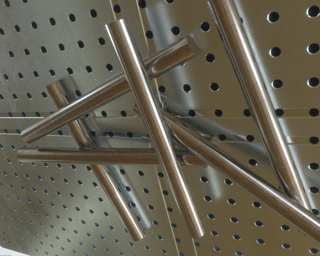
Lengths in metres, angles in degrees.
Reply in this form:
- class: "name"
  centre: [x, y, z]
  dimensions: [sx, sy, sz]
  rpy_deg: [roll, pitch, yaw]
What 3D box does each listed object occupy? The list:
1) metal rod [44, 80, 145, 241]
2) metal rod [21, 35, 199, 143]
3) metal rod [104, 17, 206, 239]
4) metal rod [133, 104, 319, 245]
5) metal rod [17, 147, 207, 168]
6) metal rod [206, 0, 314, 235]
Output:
- class: "metal rod"
  centre: [-0.098, 0.063, 0.502]
  dimensions: [0.025, 0.025, 0.299]
  rpy_deg: [-13, 112, 33]
- class: "metal rod"
  centre: [-0.085, -0.039, 0.410]
  dimensions: [0.300, 0.025, 0.025]
  rpy_deg: [-23, 106, 29]
- class: "metal rod"
  centre: [0.003, 0.017, 0.380]
  dimensions: [0.025, 0.025, 0.299]
  rpy_deg: [-6, 117, 31]
- class: "metal rod"
  centre: [0.092, 0.053, 0.373]
  dimensions: [0.300, 0.025, 0.025]
  rpy_deg: [36, 129, 13]
- class: "metal rod"
  centre: [-0.081, 0.041, 0.454]
  dimensions: [0.301, 0.025, 0.025]
  rpy_deg: [-1, 118, 19]
- class: "metal rod"
  centre: [0.121, -0.001, 0.346]
  dimensions: [0.025, 0.025, 0.299]
  rpy_deg: [-15, 111, 34]
